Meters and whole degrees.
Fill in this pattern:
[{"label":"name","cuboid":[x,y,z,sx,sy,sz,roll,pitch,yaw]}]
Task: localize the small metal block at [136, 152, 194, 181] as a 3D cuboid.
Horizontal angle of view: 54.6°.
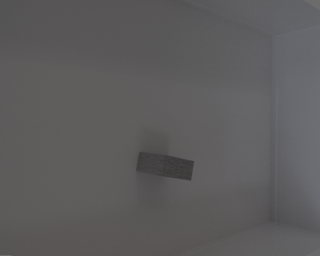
[{"label":"small metal block","cuboid":[0.006,0.049,0.395,0.050,0.050,0.025,16,80,-39]}]
